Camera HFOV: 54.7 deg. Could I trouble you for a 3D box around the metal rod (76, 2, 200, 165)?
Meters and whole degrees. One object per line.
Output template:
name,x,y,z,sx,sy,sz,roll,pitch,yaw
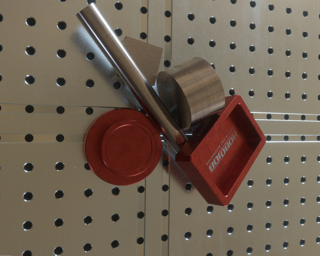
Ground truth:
metal rod,-0.001,-0.018,0.395,0.025,0.025,0.299,-42,111,-15

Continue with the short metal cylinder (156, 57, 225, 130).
short metal cylinder,0.038,-0.044,0.398,0.050,0.080,0.080,-27,99,-18

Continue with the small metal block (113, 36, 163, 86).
small metal block,-0.029,-0.085,0.403,0.050,0.025,0.050,14,85,-20

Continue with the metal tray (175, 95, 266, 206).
metal tray,0.088,0.028,0.421,0.130,0.030,0.090,-49,113,-29

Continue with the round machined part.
round machined part,-0.043,0.024,0.387,0.099,0.042,0.097,0,90,-21
